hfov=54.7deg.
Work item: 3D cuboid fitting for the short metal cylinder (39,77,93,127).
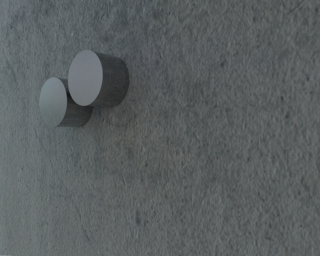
[{"bbox_3d":[-0.156,-0.041,0.514,0.080,0.050,0.079,0,90,39],"label":"short metal cylinder"}]

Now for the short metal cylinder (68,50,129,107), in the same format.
[{"bbox_3d":[-0.092,-0.072,0.462,0.080,0.050,0.079,0,90,39],"label":"short metal cylinder"}]
